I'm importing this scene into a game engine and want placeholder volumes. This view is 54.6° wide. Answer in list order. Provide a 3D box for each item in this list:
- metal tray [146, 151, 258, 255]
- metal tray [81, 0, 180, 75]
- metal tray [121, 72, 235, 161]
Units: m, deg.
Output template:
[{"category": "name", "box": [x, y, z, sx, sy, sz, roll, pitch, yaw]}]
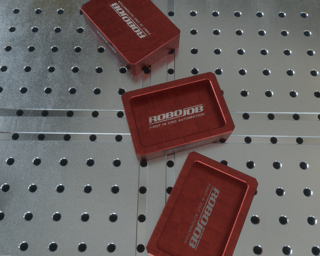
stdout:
[{"category": "metal tray", "box": [0.051, 0.105, 0.371, 0.090, 0.030, 0.130, 24, 72, 8]}, {"category": "metal tray", "box": [-0.044, -0.153, 0.465, 0.090, 0.030, 0.130, -37, 74, -13]}, {"category": "metal tray", "box": [0.022, -0.016, 0.415, 0.131, 0.030, 0.090, -15, 71, -5]}]
